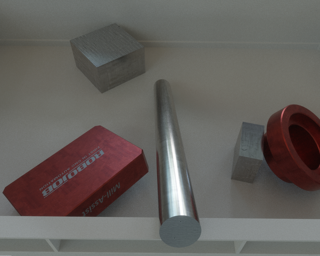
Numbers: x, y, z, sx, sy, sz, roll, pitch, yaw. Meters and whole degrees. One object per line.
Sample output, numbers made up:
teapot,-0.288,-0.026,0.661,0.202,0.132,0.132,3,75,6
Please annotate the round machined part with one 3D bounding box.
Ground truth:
round machined part,0.157,0.025,0.356,0.099,0.042,0.098,17,57,-27

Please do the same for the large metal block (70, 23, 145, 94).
large metal block,-0.080,-0.110,0.480,0.081,0.050,0.080,-30,57,-23

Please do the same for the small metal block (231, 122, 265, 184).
small metal block,0.103,0.029,0.366,0.025,0.050,0.050,11,51,9

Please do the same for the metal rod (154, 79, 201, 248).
metal rod,0.008,0.001,0.321,0.025,0.025,0.300,-1,24,-1

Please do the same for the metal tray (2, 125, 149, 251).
metal tray,-0.089,0.056,0.338,0.131,0.030,0.090,-38,44,-28
